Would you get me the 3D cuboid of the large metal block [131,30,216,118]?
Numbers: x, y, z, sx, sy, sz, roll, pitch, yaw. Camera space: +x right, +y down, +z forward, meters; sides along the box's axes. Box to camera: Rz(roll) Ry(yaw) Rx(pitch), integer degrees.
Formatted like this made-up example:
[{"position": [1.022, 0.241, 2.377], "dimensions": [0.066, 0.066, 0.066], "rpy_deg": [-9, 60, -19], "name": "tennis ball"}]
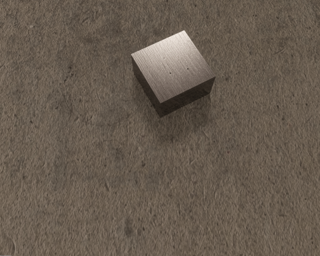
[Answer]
[{"position": [0.017, -0.073, 0.422], "dimensions": [0.080, 0.050, 0.080], "rpy_deg": [-27, 73, -10], "name": "large metal block"}]
